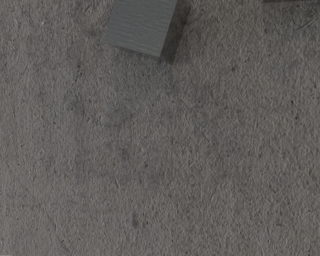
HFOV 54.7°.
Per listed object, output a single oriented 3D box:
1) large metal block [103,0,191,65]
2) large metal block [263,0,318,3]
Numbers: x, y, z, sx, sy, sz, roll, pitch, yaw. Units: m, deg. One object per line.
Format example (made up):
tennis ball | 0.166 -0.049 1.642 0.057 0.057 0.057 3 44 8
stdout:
large metal block | -0.016 -0.135 0.401 0.080 0.050 0.080 20 97 19
large metal block | 0.158 -0.189 0.340 0.080 0.050 0.079 5 92 20
